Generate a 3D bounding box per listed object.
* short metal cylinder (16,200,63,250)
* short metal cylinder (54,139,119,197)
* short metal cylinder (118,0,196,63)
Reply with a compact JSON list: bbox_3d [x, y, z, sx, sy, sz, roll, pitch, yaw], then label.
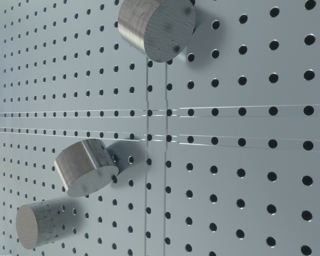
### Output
[{"bbox_3d":[-0.226,0.179,0.580,0.080,0.050,0.079,0,90,40],"label":"short metal cylinder"},{"bbox_3d":[-0.110,0.060,0.464,0.080,0.081,0.050,-48,62,29],"label":"short metal cylinder"},{"bbox_3d":[-0.003,-0.127,0.376,0.050,0.081,0.079,41,115,32],"label":"short metal cylinder"}]
